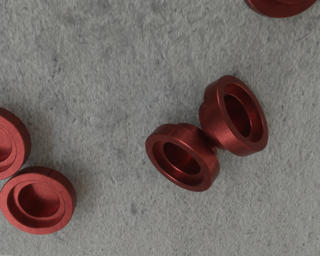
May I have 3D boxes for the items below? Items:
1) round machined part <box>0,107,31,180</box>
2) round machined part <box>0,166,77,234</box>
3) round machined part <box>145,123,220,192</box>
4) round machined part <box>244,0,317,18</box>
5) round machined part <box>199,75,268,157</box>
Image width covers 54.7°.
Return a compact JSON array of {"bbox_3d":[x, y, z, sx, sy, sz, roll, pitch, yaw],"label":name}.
[{"bbox_3d":[-0.217,0.016,0.404,0.099,0.042,0.097,0,110,-1],"label":"round machined part"},{"bbox_3d":[-0.166,0.096,0.434,0.099,0.042,0.097,0,110,-1],"label":"round machined part"},{"bbox_3d":[0.033,0.032,0.395,0.098,0.042,0.097,28,145,22],"label":"round machined part"},{"bbox_3d":[0.139,-0.172,0.339,0.099,0.042,0.097,0,110,-1],"label":"round machined part"},{"bbox_3d":[0.085,-0.011,0.375,0.042,0.098,0.098,-29,110,40],"label":"round machined part"}]
